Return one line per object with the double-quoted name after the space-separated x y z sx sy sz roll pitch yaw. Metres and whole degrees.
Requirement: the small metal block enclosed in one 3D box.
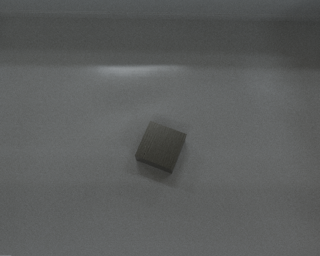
0.001 0.025 0.401 0.050 0.025 0.050 21 71 7 "small metal block"
